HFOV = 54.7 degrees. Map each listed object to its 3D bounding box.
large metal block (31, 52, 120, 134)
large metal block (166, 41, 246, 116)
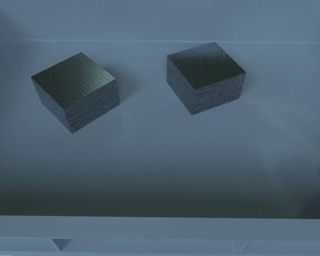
[{"bbox_3d":[-0.116,-0.051,0.431,0.080,0.050,0.080,-36,59,-26],"label":"large metal block"},{"bbox_3d":[0.064,-0.074,0.451,0.081,0.050,0.080,-20,53,-16],"label":"large metal block"}]
